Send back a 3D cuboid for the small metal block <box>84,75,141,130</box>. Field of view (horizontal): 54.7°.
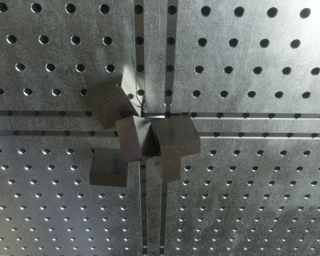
[{"bbox_3d":[-0.057,-0.031,0.385,0.050,0.025,0.050,-19,128,15],"label":"small metal block"}]

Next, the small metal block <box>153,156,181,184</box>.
[{"bbox_3d":[0.008,0.040,0.426,0.025,0.050,0.050,-13,132,-12],"label":"small metal block"}]

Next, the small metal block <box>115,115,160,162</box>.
[{"bbox_3d":[-0.027,0.014,0.384,0.025,0.050,0.050,-18,169,21],"label":"small metal block"}]

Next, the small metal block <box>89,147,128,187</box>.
[{"bbox_3d":[-0.071,0.055,0.441,0.050,0.050,0.025,5,130,-5],"label":"small metal block"}]

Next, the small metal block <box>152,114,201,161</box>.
[{"bbox_3d":[0.020,0.011,0.399,0.050,0.050,0.025,-11,131,-7],"label":"small metal block"}]
